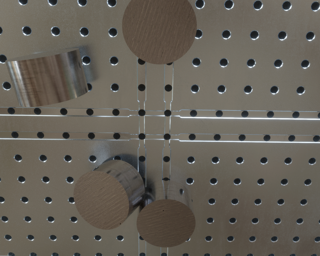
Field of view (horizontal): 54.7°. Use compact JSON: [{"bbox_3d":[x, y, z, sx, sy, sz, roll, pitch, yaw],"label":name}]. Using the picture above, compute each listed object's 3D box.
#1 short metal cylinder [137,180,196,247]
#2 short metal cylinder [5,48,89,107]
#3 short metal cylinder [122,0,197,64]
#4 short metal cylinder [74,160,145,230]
[{"bbox_3d":[0.008,0.122,0.445,0.081,0.050,0.079,0,110,-1],"label":"short metal cylinder"},{"bbox_3d":[-0.129,-0.061,0.360,0.080,0.080,0.050,-8,110,2],"label":"short metal cylinder"},{"bbox_3d":[-0.001,-0.117,0.357,0.081,0.050,0.079,0,110,-1],"label":"short metal cylinder"},{"bbox_3d":[-0.067,0.088,0.418,0.080,0.050,0.079,4,102,19],"label":"short metal cylinder"}]
